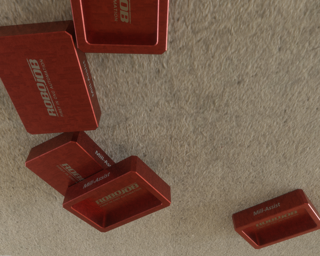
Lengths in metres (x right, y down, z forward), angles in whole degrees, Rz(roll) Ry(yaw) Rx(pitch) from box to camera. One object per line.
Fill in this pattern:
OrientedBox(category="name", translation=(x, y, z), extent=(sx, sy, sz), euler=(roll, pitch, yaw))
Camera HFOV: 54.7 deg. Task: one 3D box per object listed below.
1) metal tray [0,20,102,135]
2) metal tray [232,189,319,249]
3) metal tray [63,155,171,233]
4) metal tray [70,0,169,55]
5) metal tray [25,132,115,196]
OrientedBox(category="metal tray", translation=(-0.127, -0.052, 0.357), extent=(0.091, 0.030, 0.129), euler=(-4, 130, 3))
OrientedBox(category="metal tray", translation=(0.207, 0.164, 0.546), extent=(0.130, 0.030, 0.090), euler=(-29, 125, 22))
OrientedBox(category="metal tray", translation=(-0.061, 0.099, 0.447), extent=(0.130, 0.030, 0.090), euler=(-28, 125, 21))
OrientedBox(category="metal tray", translation=(-0.037, -0.135, 0.288), extent=(0.091, 0.030, 0.129), euler=(1, 130, -2))
OrientedBox(category="metal tray", translation=(-0.117, 0.065, 0.458), extent=(0.090, 0.030, 0.130), euler=(-24, 127, 18))
